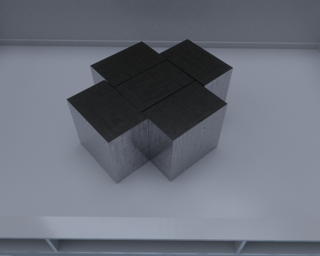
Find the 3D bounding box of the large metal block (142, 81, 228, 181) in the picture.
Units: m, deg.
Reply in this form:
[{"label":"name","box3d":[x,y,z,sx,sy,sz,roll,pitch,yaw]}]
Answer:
[{"label":"large metal block","box3d":[0.027,0.004,0.366,0.080,0.080,0.050,-33,58,-25]}]

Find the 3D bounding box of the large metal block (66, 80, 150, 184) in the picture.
[{"label":"large metal block","box3d":[-0.058,0.004,0.364,0.050,0.080,0.080,-34,58,-25]}]

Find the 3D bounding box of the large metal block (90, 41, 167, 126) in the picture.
[{"label":"large metal block","box3d":[-0.039,-0.056,0.414,0.080,0.080,0.050,-33,58,-25]}]

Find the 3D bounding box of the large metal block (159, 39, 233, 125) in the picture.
[{"label":"large metal block","box3d":[0.044,-0.059,0.419,0.050,0.080,0.080,-34,58,-25]}]

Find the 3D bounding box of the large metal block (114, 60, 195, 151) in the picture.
[{"label":"large metal block","box3d":[-0.006,-0.026,0.390,0.080,0.080,0.050,-33,58,-25]}]
